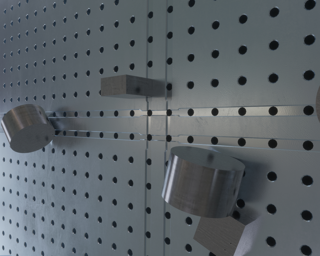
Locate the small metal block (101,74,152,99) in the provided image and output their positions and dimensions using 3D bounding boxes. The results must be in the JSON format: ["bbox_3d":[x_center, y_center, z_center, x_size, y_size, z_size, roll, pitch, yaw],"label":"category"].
[{"bbox_3d":[-0.046,-0.056,0.431,0.050,0.050,0.025,0,90,40],"label":"small metal block"}]

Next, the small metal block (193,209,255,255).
[{"bbox_3d":[0.072,0.115,0.350,0.050,0.025,0.050,27,107,36],"label":"small metal block"}]

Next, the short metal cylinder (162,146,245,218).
[{"bbox_3d":[0.046,0.055,0.336,0.080,0.081,0.050,19,102,38],"label":"short metal cylinder"}]

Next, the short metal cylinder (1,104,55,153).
[{"bbox_3d":[-0.244,0.002,0.574,0.080,0.081,0.050,-52,60,27],"label":"short metal cylinder"}]

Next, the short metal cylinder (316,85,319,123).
[{"bbox_3d":[0.175,-0.019,0.249,0.080,0.050,0.079,0,90,40],"label":"short metal cylinder"}]
